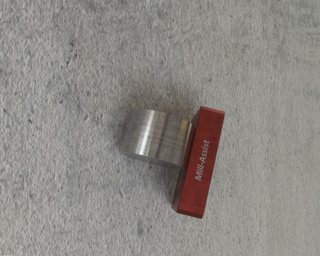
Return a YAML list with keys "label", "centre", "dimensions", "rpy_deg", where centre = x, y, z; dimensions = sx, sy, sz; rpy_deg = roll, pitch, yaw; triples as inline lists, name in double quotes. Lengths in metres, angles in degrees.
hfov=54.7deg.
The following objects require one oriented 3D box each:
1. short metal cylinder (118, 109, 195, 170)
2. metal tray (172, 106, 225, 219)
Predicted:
- label: "short metal cylinder"
  centre: [-0.003, 0.015, 0.366]
  dimensions: [0.080, 0.080, 0.050]
  rpy_deg: [24, 75, -38]
- label: "metal tray"
  centre: [0.047, 0.045, 0.402]
  dimensions: [0.030, 0.090, 0.130]
  rpy_deg: [14, 79, 0]
